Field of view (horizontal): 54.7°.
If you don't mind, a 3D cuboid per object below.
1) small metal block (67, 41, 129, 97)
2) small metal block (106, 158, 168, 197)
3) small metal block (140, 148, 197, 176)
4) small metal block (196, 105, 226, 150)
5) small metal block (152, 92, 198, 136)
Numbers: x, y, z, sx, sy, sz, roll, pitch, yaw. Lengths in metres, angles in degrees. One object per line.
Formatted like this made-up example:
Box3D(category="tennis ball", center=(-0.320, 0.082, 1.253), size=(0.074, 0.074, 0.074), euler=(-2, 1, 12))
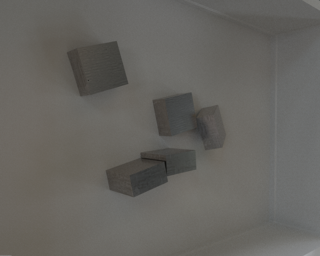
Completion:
Box3D(category="small metal block", center=(-0.069, -0.067, 0.348), size=(0.050, 0.025, 0.050), euler=(-24, 105, -37))
Box3D(category="small metal block", center=(-0.028, 0.057, 0.367), size=(0.050, 0.050, 0.025), euler=(-17, 101, -39))
Box3D(category="small metal block", center=(0.011, 0.042, 0.399), size=(0.050, 0.050, 0.025), euler=(-6, 94, -40))
Box3D(category="small metal block", center=(0.077, -0.001, 0.456), size=(0.050, 0.025, 0.050), euler=(-49, 124, -63))
Box3D(category="small metal block", center=(0.021, -0.019, 0.424), size=(0.050, 0.025, 0.050), euler=(-18, 102, -39))
